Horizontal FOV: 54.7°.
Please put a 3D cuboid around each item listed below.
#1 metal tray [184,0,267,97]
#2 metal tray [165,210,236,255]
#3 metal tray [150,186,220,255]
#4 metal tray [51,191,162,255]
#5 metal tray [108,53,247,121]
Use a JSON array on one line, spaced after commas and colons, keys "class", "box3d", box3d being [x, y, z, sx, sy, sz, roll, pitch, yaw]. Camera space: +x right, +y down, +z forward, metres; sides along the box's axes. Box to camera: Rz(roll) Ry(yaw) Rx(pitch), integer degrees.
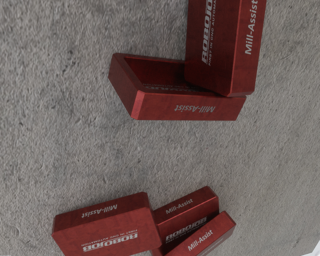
[{"class": "metal tray", "box3d": [0.063, -0.105, 0.320, 0.030, 0.090, 0.129, -8, 112, -25]}, {"class": "metal tray", "box3d": [0.070, 0.205, 0.541, 0.131, 0.030, 0.090, -33, 151, -13]}, {"class": "metal tray", "box3d": [0.038, 0.162, 0.524, 0.131, 0.030, 0.089, -21, 127, -16]}, {"class": "metal tray", "box3d": [-0.070, 0.145, 0.432, 0.131, 0.030, 0.090, -15, 125, -2]}, {"class": "metal tray", "box3d": [0.018, -0.045, 0.344, 0.131, 0.090, 0.030, 0, 126, -28]}]
